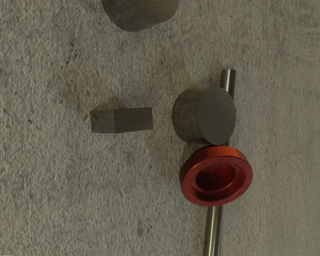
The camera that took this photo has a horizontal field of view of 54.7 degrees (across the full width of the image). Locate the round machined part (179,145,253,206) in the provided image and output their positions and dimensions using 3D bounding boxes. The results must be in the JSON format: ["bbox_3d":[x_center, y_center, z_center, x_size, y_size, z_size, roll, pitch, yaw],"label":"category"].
[{"bbox_3d":[0.075,0.062,0.434,0.098,0.098,0.042,43,20,-32],"label":"round machined part"}]

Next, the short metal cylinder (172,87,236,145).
[{"bbox_3d":[0.063,-0.017,0.442,0.081,0.050,0.079,0,90,-40],"label":"short metal cylinder"}]

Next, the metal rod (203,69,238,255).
[{"bbox_3d":[0.095,0.057,0.484,0.025,0.025,0.298,11,83,-40],"label":"metal rod"}]

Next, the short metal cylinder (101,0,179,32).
[{"bbox_3d":[-0.023,-0.160,0.369,0.081,0.050,0.079,0,90,-40],"label":"short metal cylinder"}]

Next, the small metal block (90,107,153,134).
[{"bbox_3d":[-0.044,-0.009,0.352,0.050,0.050,0.025,-6,94,-40],"label":"small metal block"}]
